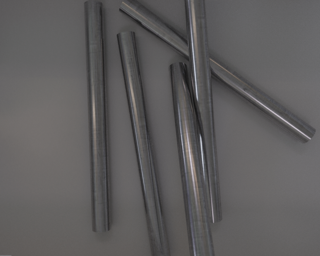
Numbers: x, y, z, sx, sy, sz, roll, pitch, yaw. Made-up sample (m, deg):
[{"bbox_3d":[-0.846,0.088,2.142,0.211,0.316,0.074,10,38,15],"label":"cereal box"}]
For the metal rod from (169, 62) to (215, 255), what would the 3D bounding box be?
[{"bbox_3d":[0.036,0.055,0.350,0.025,0.025,0.299,-5,65,0],"label":"metal rod"}]

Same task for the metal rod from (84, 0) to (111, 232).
[{"bbox_3d":[-0.082,-0.015,0.410,0.025,0.025,0.298,-2,90,0],"label":"metal rod"}]

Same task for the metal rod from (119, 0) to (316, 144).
[{"bbox_3d":[0.076,-0.077,0.411,0.301,0.025,0.025,36,90,0],"label":"metal rod"}]

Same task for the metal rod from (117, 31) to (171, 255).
[{"bbox_3d":[-0.022,0.023,0.411,0.025,0.025,0.298,-9,90,0],"label":"metal rod"}]

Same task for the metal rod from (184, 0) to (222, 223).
[{"bbox_3d":[0.055,-0.026,0.393,0.025,0.025,0.298,-6,97,0],"label":"metal rod"}]
